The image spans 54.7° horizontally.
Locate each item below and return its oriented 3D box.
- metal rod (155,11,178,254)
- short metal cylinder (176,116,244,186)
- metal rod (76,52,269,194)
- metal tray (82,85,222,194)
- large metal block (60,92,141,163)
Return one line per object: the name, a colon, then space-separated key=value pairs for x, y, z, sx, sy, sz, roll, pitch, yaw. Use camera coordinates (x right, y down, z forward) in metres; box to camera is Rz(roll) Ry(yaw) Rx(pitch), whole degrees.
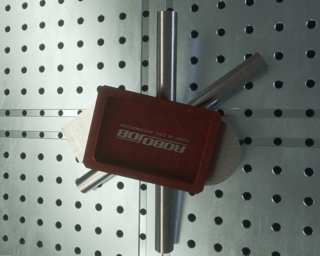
metal rod: x=0.007 y=0.013 z=0.385 sx=0.025 sy=0.025 sz=0.298 roll=4 pitch=101 yaw=19
short metal cylinder: x=0.059 y=0.026 z=0.377 sx=0.080 sy=0.050 sz=0.079 roll=0 pitch=90 yaw=19
metal rod: x=0.005 y=0.002 z=0.410 sx=0.300 sy=0.025 sz=0.025 roll=-35 pitch=79 yaw=16
metal tray: x=-0.008 y=0.012 z=0.337 sx=0.131 sy=0.030 sz=0.089 roll=13 pitch=95 yaw=0
large metal block: x=-0.065 y=-0.001 z=0.404 sx=0.080 sy=0.080 sz=0.050 roll=-35 pitch=79 yaw=16
